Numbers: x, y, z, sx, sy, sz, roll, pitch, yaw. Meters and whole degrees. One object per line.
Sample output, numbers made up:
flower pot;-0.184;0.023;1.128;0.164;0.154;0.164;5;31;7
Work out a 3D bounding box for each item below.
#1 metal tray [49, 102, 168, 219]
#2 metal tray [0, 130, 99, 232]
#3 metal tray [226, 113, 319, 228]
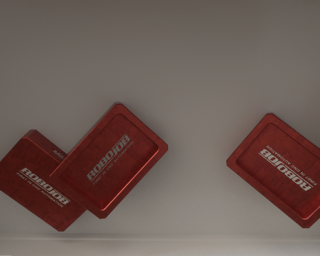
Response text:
metal tray;-0.065;0.042;0.405;0.090;0.030;0.130;43;89;-14
metal tray;-0.158;0.076;0.435;0.130;0.030;0.090;42;105;-14
metal tray;0.165;0.052;0.401;0.130;0.030;0.090;40;107;12
